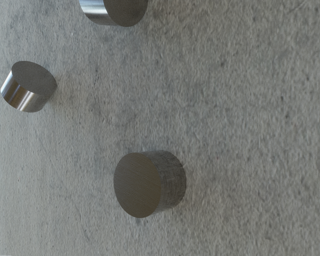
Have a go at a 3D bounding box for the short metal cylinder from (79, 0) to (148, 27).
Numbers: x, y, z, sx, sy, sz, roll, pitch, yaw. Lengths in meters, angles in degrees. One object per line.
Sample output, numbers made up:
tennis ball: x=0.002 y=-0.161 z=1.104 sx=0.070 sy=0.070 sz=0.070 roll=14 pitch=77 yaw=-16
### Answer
short metal cylinder: x=-0.062 y=-0.179 z=0.418 sx=0.050 sy=0.081 sz=0.079 roll=19 pitch=102 yaw=38

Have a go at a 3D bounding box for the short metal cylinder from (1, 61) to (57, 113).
short metal cylinder: x=-0.237 y=-0.075 z=0.561 sx=0.050 sy=0.081 sz=0.080 roll=-43 pitch=64 yaw=31

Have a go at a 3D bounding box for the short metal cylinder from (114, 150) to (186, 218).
short metal cylinder: x=-0.013 y=0.070 z=0.398 sx=0.080 sy=0.050 sz=0.079 roll=0 pitch=90 yaw=39
